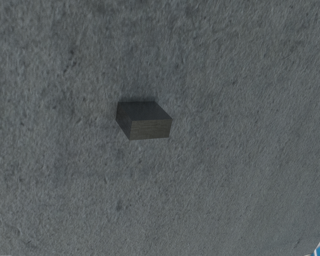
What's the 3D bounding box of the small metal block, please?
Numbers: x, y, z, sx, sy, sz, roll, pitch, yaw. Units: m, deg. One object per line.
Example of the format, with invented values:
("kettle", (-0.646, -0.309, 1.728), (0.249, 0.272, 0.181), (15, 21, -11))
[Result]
("small metal block", (-0.020, -0.010, 0.373), (0.050, 0.050, 0.025), (-4, 120, -27))
